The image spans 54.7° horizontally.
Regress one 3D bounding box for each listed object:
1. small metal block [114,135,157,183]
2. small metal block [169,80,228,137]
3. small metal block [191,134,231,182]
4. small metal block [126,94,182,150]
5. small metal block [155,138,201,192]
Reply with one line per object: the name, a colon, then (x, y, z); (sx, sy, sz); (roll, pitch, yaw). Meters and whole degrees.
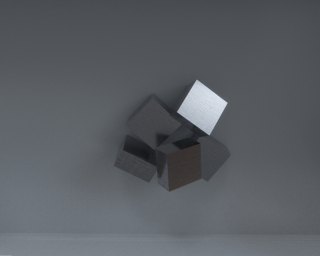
small metal block: (-0.030, 0.040, 0.410); (0.050, 0.050, 0.025); (28, 108, -10)
small metal block: (0.049, -0.024, 0.390); (0.050, 0.025, 0.050); (35, 73, -13)
small metal block: (0.059, 0.037, 0.424); (0.050, 0.025, 0.050); (34, 106, -12)
small metal block: (-0.008, -0.008, 0.406); (0.050, 0.025, 0.050); (42, 104, -14)
small metal block: (0.024, 0.045, 0.388); (0.050, 0.025, 0.050); (-16, 113, -29)
